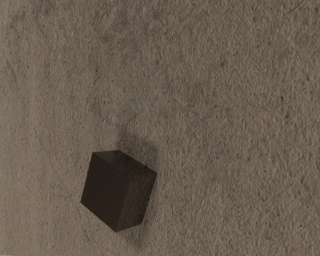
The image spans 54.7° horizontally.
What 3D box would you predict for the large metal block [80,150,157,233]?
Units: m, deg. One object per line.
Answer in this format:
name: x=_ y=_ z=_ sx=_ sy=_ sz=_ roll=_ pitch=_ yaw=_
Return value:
large metal block: x=-0.060 y=0.085 z=0.436 sx=0.080 sy=0.050 sz=0.079 roll=26 pitch=106 yaw=36
